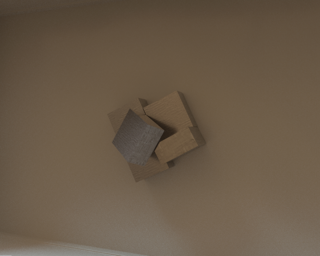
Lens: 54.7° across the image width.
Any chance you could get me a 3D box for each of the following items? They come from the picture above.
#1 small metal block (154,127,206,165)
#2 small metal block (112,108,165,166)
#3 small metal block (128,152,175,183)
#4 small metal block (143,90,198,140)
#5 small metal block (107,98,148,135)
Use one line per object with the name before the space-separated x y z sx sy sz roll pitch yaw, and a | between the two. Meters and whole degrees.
small metal block | 0.025 0.021 0.386 0.050 0.050 0.025 -29 81 16
small metal block | -0.028 0.011 0.378 0.050 0.025 0.050 40 105 50
small metal block | -0.016 0.039 0.414 0.050 0.025 0.050 -26 82 17
small metal block | 0.014 -0.014 0.403 0.050 0.025 0.050 -26 82 17
small metal block | -0.036 -0.007 0.421 0.050 0.025 0.050 -26 82 17
